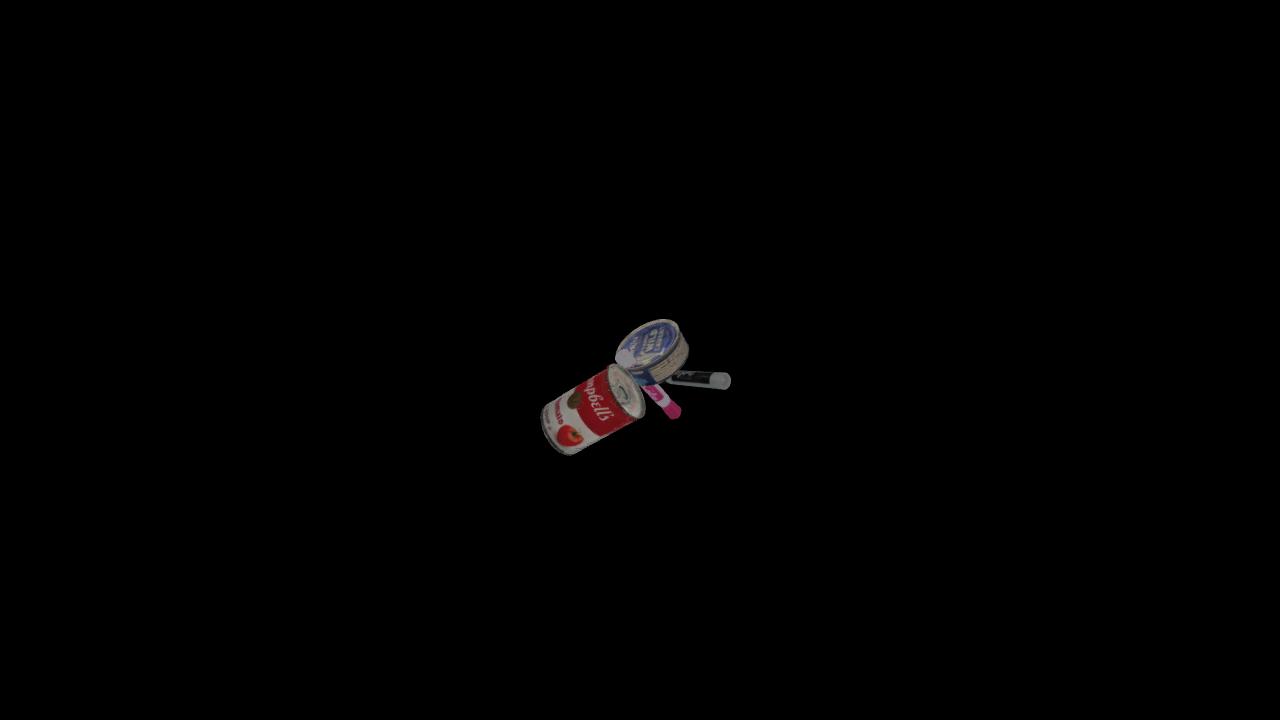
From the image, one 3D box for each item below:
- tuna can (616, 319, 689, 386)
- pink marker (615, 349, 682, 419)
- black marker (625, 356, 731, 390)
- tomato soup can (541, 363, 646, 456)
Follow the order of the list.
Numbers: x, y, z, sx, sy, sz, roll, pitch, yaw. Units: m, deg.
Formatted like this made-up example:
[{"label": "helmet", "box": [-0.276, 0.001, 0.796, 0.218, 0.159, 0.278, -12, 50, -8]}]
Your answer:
[{"label": "tuna can", "box": [0.015, -0.009, 0.726, 0.084, 0.034, 0.084, -22, 34, 16]}, {"label": "pink marker", "box": [0.013, 0.032, 0.730, 0.020, 0.020, 0.121, 0, -39, 47]}, {"label": "black marker", "box": [0.055, 0.021, 0.709, 0.020, 0.020, 0.121, 0, 2, -38]}, {"label": "tomato soup can", "box": [-0.053, 0.057, 0.688, 0.101, 0.068, 0.068, -31, -13, 23]}]
